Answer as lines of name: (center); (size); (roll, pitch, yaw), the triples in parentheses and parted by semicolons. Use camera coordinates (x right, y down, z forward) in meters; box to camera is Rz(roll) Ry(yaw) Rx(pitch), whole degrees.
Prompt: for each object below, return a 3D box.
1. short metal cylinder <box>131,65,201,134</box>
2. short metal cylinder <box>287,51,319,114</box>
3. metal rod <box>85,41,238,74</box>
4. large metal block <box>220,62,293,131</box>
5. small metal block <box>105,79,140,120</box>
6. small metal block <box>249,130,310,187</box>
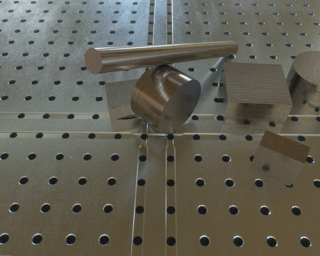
short metal cylinder: (0.008, -0.039, 0.404); (0.050, 0.080, 0.080); (36, 59, 26)
short metal cylinder: (0.227, -0.067, 0.449); (0.080, 0.050, 0.080); (0, 50, 0)
metal rod: (0.029, -0.100, 0.411); (0.025, 0.025, 0.302); (35, 33, 26)
large metal block: (0.128, -0.045, 0.430); (0.080, 0.050, 0.080); (3, 50, 2)
small metal block: (-0.050, -0.042, 0.442); (0.050, 0.025, 0.050); (-9, 51, -7)
small metal block: (0.138, 0.036, 0.362); (0.050, 0.050, 0.025); (24, 54, 18)
